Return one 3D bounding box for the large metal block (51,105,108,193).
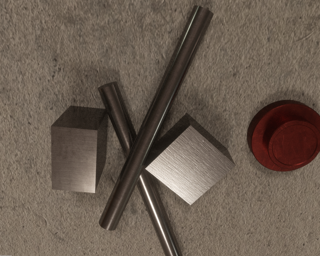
[{"bbox_3d":[-0.098,0.023,0.388,0.050,0.080,0.079,6,110,-3],"label":"large metal block"}]

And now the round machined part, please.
[{"bbox_3d":[0.170,0.015,0.409,0.099,0.042,0.097,0,110,-1],"label":"round machined part"}]

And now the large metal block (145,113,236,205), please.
[{"bbox_3d":[0.038,0.040,0.412,0.080,0.050,0.080,41,105,-14],"label":"large metal block"}]

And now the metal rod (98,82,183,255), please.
[{"bbox_3d":[-0.020,0.079,0.438,0.025,0.025,0.298,-17,110,6],"label":"metal rod"}]

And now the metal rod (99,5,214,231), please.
[{"bbox_3d":[-0.010,-0.004,0.388,0.025,0.025,0.298,23,101,-9],"label":"metal rod"}]
